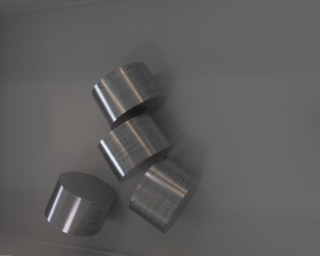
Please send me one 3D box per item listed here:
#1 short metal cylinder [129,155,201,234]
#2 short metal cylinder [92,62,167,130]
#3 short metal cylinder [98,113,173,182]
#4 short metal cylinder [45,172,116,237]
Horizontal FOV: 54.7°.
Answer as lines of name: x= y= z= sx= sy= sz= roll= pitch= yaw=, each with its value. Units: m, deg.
short metal cylinder: x=0.007 y=0.080 z=0.379 sx=0.050 sy=0.080 sz=0.080 roll=32 pitch=100 yaw=17
short metal cylinder: x=-0.039 y=-0.039 z=0.395 sx=0.080 sy=0.080 sz=0.050 roll=-34 pitch=79 yaw=17
short metal cylinder: x=-0.031 y=0.025 z=0.392 sx=0.080 sy=0.080 sz=0.050 roll=-38 pitch=78 yaw=16
short metal cylinder: x=-0.107 y=0.100 z=0.419 sx=0.080 sy=0.080 sz=0.050 roll=27 pitch=99 yaw=18
